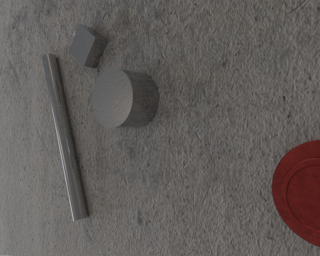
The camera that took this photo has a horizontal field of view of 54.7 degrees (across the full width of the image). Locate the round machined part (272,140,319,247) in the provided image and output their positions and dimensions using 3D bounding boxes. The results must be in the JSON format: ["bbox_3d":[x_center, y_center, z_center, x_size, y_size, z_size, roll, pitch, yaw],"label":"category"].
[{"bbox_3d":[0.147,0.059,0.272,0.098,0.042,0.097,0,90,40],"label":"round machined part"}]

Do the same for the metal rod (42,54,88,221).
[{"bbox_3d":[-0.168,0.010,0.544,0.025,0.025,0.299,-24,75,37],"label":"metal rod"}]

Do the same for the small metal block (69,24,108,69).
[{"bbox_3d":[-0.117,-0.132,0.501,0.050,0.025,0.050,43,116,31],"label":"small metal block"}]

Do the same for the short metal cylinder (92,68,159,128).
[{"bbox_3d":[-0.048,-0.040,0.429,0.080,0.050,0.079,0,90,40],"label":"short metal cylinder"}]
